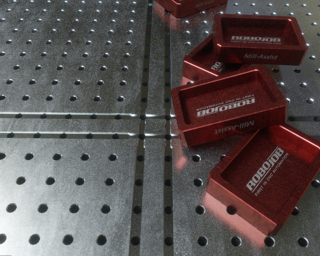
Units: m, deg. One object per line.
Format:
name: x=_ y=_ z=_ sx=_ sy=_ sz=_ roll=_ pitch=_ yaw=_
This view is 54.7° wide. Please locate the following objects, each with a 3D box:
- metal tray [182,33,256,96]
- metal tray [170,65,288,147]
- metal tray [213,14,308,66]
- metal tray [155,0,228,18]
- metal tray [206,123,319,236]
metal tray: x=0.108 y=-0.114 z=0.501 sx=0.090 sy=0.030 sz=0.131 roll=30 pitch=56 yaw=22
metal tray: x=0.085 y=-0.031 z=0.403 sx=0.131 sy=0.030 sz=0.090 roll=-15 pitch=42 yaw=6
metal tray: x=0.151 y=-0.139 z=0.483 sx=0.131 sy=0.030 sz=0.090 roll=3 pitch=50 yaw=2
metal tray: x=0.066 y=-0.276 z=0.637 sx=0.131 sy=0.030 sz=0.090 roll=-26 pitch=55 yaw=-21
metal tray: x=0.128 y=0.048 z=0.365 sx=0.090 sy=0.030 sz=0.131 roll=34 pitch=58 yaw=25
